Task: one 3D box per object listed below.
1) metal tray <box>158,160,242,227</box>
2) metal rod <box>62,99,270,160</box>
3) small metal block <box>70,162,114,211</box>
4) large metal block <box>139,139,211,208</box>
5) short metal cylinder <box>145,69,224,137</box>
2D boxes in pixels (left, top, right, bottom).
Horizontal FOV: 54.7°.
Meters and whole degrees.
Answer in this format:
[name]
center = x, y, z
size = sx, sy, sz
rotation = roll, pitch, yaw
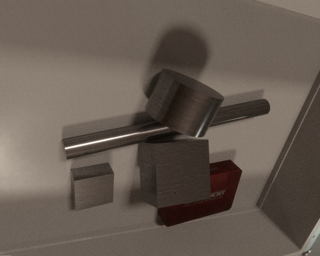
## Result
[metal tray]
center = 0.066, 0.106, 0.509
size = 0.131, 0.030, 0.089
rotation = -7, 122, -25
[metal rod]
center = 0.025, -0.004, 0.421
size = 0.303, 0.025, 0.025
rotation = -12, 124, -22
[small metal block]
center = -0.089, 0.077, 0.409
size = 0.050, 0.025, 0.050
rotation = -8, 122, -25
[large metal block]
center = 0.020, 0.057, 0.419
size = 0.081, 0.050, 0.079
rotation = -3, 91, -27
[short metal cylinder]
center = 0.029, -0.031, 0.372
size = 0.081, 0.080, 0.050
rotation = 13, 112, -34
